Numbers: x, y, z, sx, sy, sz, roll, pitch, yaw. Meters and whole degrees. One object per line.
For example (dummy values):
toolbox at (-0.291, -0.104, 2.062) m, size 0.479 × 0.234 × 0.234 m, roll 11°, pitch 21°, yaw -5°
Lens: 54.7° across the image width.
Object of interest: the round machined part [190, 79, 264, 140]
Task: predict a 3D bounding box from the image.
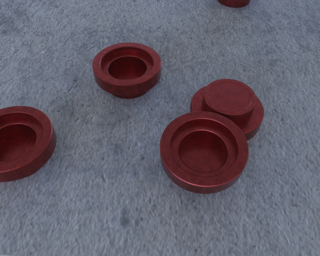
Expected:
round machined part at (0.091, -0.029, 0.418) m, size 0.099 × 0.042 × 0.098 m, roll 0°, pitch 50°, yaw 0°

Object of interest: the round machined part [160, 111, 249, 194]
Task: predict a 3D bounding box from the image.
round machined part at (0.050, 0.031, 0.362) m, size 0.099 × 0.042 × 0.098 m, roll 0°, pitch 56°, yaw 1°

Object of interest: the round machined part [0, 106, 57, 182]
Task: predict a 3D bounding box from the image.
round machined part at (-0.174, 0.023, 0.371) m, size 0.099 × 0.042 × 0.098 m, roll 0°, pitch 50°, yaw 0°

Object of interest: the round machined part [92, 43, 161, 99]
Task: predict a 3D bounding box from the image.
round machined part at (-0.047, -0.081, 0.460) m, size 0.099 × 0.042 × 0.098 m, roll 0°, pitch 50°, yaw 0°

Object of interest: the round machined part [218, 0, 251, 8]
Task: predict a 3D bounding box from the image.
round machined part at (0.154, -0.281, 0.631) m, size 0.099 × 0.042 × 0.098 m, roll 0°, pitch 50°, yaw 0°
